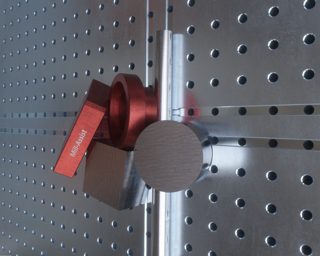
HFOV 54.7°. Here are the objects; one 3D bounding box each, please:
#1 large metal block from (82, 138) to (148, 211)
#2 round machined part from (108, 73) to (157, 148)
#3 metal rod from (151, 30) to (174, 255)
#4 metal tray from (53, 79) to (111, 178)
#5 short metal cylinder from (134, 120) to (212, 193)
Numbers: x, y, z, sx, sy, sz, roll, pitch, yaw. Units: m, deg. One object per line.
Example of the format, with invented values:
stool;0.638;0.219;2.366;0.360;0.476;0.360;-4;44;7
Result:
large metal block;-0.062;0.062;0.444;0.080;0.050;0.079;14;99;39
round machined part;-0.036;-0.022;0.412;0.098;0.042;0.097;-178;90;-65
metal rod;0.003;0.024;0.408;0.025;0.025;0.298;1;91;40
metal tray;-0.118;0.000;0.471;0.129;0.030;0.090;-59;18;23
short metal cylinder;0.016;0.031;0.363;0.080;0.050;0.079;0;90;20
